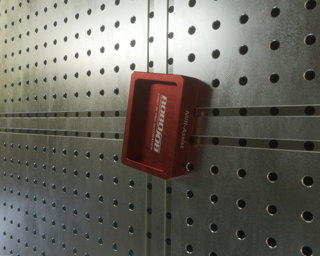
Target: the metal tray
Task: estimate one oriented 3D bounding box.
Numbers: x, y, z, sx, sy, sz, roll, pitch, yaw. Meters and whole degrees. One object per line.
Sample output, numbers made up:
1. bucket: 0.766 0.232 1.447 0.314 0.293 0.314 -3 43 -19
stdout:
1. metal tray: -0.004 -0.006 0.409 0.090 0.030 0.129 13 98 39
